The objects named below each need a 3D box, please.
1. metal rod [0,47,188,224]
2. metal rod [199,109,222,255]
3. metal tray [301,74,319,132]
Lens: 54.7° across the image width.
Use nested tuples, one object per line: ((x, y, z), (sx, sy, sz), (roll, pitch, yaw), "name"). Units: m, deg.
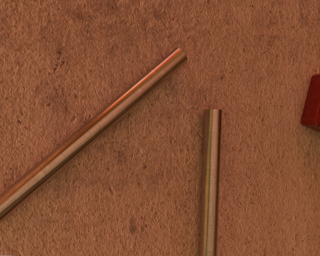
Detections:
((-0.078, -0.001, 0.380), (0.301, 0.025, 0.025), (-43, 104, -15), "metal rod")
((0.070, 0.123, 0.436), (0.025, 0.025, 0.298), (2, 89, -20), "metal rod")
((0.306, -0.029, 0.521), (0.131, 0.030, 0.090), (18, 84, -20), "metal tray")
